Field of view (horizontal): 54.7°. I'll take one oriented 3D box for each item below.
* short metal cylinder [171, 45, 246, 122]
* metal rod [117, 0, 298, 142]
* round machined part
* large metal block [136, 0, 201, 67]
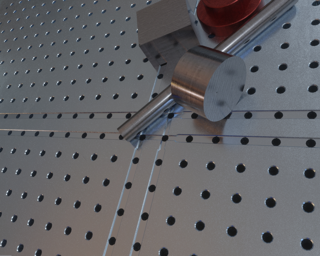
[{"bbox_3d":[0.059,-0.054,0.374,0.050,0.080,0.080,30,78,37],"label":"short metal cylinder"},{"bbox_3d":[0.065,-0.086,0.425,0.300,0.025,0.025,-40,51,0],"label":"metal rod"},{"bbox_3d":[0.101,-0.188,0.459,0.098,0.042,0.098,-13,56,20],"label":"round machined part"},{"bbox_3d":[0.013,-0.152,0.477,0.080,0.050,0.080,-18,55,17],"label":"large metal block"}]
